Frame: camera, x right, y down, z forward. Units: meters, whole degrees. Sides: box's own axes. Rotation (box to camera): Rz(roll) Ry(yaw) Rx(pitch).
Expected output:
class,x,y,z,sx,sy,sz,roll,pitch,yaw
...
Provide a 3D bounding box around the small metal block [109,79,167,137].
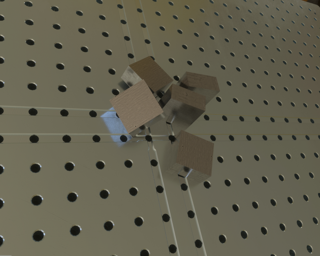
class,x,y,z,sx,sy,sz,roll,pitch,yaw
small metal block,-0.027,-0.025,0.392,0.050,0.025,0.050,-32,77,3

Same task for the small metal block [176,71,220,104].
class,x,y,z,sx,sy,sz,roll,pitch,yaw
small metal block,0.050,-0.053,0.451,0.050,0.050,0.025,5,60,-26

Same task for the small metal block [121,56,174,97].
class,x,y,z,sx,sy,sz,roll,pitch,yaw
small metal block,-0.017,-0.069,0.436,0.050,0.025,0.050,46,43,4

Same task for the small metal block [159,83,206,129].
class,x,y,z,sx,sy,sz,roll,pitch,yaw
small metal block,0.028,-0.029,0.424,0.050,0.050,0.025,19,55,-17

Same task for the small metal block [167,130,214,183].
class,x,y,z,sx,sy,sz,roll,pitch,yaw
small metal block,0.041,0.037,0.407,0.050,0.025,0.050,23,53,-15
